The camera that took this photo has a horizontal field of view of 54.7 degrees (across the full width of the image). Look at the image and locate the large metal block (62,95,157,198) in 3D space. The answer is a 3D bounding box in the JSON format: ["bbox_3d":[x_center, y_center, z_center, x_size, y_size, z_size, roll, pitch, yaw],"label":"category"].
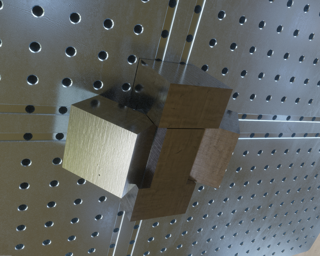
[{"bbox_3d":[-0.057,0.018,0.349,0.050,0.080,0.079,-36,146,-60],"label":"large metal block"}]

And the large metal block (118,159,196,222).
[{"bbox_3d":[-0.012,0.073,0.414,0.081,0.080,0.050,1,118,-29],"label":"large metal block"}]

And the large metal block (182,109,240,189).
[{"bbox_3d":[0.068,0.021,0.416,0.050,0.080,0.079,17,114,5],"label":"large metal block"}]

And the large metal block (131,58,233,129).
[{"bbox_3d":[0.022,-0.041,0.363,0.081,0.080,0.050,1,118,-29],"label":"large metal block"}]

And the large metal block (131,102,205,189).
[{"bbox_3d":[0.003,0.017,0.388,0.050,0.080,0.079,1,118,-29],"label":"large metal block"}]
